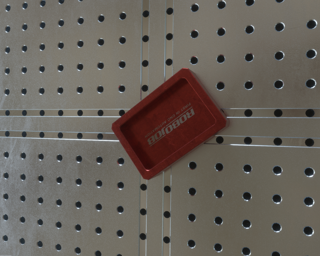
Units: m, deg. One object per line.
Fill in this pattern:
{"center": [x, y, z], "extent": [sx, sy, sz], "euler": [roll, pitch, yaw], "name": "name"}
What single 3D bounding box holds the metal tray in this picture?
{"center": [0.011, -0.004, 0.405], "extent": [0.130, 0.030, 0.090], "euler": [-37, 79, 16], "name": "metal tray"}
